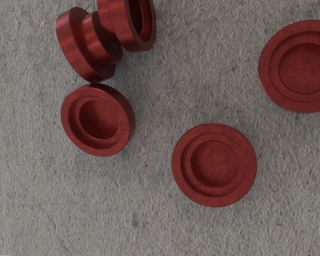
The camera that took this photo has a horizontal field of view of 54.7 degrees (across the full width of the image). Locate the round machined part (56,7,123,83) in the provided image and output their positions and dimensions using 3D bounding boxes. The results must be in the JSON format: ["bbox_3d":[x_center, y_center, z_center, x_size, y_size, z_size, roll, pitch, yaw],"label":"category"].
[{"bbox_3d":[-0.084,-0.110,0.400,0.042,0.098,0.098,-20,83,19],"label":"round machined part"}]

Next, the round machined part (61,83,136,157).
[{"bbox_3d":[-0.078,-0.014,0.415,0.098,0.042,0.097,7,116,15],"label":"round machined part"}]

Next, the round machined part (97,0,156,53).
[{"bbox_3d":[-0.042,-0.143,0.385,0.042,0.098,0.097,-3,89,20],"label":"round machined part"}]

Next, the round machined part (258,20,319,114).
[{"bbox_3d":[0.161,-0.065,0.343,0.098,0.042,0.097,0,90,20],"label":"round machined part"}]

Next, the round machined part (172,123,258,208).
[{"bbox_3d":[0.067,0.043,0.376,0.098,0.042,0.097,0,90,20],"label":"round machined part"}]
